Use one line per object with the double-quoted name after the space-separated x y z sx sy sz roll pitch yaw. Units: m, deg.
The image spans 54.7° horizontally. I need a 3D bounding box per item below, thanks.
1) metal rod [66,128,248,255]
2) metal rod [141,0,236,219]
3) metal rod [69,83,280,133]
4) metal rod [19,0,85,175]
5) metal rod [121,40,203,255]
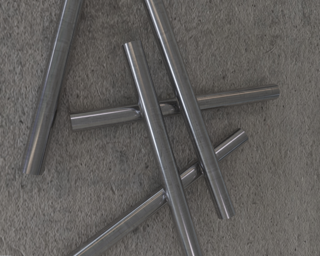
0.000 0.091 0.409 0.301 0.025 0.025 -34 101 -17 "metal rod"
0.038 -0.024 0.395 0.025 0.025 0.298 -22 98 -19 "metal rod"
0.034 -0.031 0.421 0.302 0.025 0.025 -10 94 -20 "metal rod"
-0.116 -0.094 0.365 0.025 0.025 0.298 14 85 -20 "metal rod"
0.007 0.042 0.383 0.025 0.025 0.298 -18 96 -19 "metal rod"
